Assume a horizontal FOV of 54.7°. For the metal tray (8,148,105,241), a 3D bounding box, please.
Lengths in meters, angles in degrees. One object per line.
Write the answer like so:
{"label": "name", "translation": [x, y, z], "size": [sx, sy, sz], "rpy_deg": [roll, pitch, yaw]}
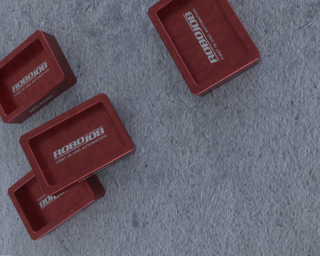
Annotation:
{"label": "metal tray", "translation": [-0.156, 0.095, 0.461], "size": [0.130, 0.030, 0.090], "rpy_deg": [-36, 79, 16]}

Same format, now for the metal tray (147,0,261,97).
{"label": "metal tray", "translation": [0.053, -0.116, 0.387], "size": [0.090, 0.030, 0.130], "rpy_deg": [-31, 80, 17]}

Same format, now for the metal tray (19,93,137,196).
{"label": "metal tray", "translation": [-0.110, 0.022, 0.420], "size": [0.131, 0.030, 0.090], "rpy_deg": [-29, 79, -4]}

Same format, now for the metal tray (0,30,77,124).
{"label": "metal tray", "translation": [-0.202, -0.076, 0.477], "size": [0.130, 0.030, 0.090], "rpy_deg": [-32, 80, 17]}
